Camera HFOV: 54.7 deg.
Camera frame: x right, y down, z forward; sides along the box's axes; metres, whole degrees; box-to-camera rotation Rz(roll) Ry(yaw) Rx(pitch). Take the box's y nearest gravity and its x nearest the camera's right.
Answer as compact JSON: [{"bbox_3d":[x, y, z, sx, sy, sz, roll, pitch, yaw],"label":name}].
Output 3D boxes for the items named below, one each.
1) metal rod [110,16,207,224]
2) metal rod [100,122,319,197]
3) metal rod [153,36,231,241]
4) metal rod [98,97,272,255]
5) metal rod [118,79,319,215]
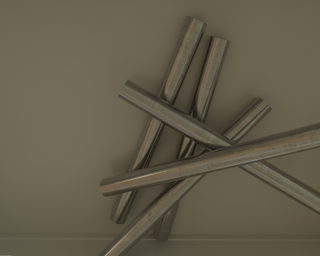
[{"bbox_3d":[-0.009,0.004,0.412,0.025,0.025,0.298,20,109,-8],"label":"metal rod"},{"bbox_3d":[0.057,0.041,0.365,0.300,0.025,0.025,-17,110,23],"label":"metal rod"},{"bbox_3d":[0.037,0.028,0.422,0.025,0.025,0.298,13,110,-5],"label":"metal rod"},{"bbox_3d":[0.030,0.075,0.411,0.300,0.025,0.025,-45,105,3],"label":"metal rod"},{"bbox_3d":[0.086,0.028,0.381,0.301,0.025,0.025,30,107,-3],"label":"metal rod"}]
